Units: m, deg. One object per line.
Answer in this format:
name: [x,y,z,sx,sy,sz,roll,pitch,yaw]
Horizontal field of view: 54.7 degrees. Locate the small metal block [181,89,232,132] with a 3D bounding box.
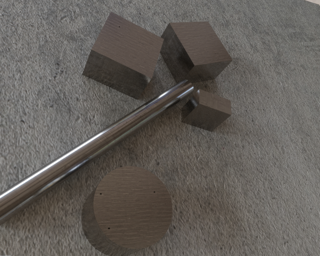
small metal block: [0.064,-0.023,0.437,0.050,0.050,0.025,17,55,-18]

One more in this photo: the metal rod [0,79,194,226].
metal rod: [-0.056,0.009,0.368,0.025,0.025,0.302,49,51,6]

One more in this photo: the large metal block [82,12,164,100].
large metal block: [-0.048,-0.098,0.421,0.080,0.050,0.080,24,53,-14]

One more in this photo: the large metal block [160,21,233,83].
large metal block: [0.053,-0.119,0.489,0.081,0.050,0.080,-15,70,-34]

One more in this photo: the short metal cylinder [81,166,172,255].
short metal cylinder: [-0.034,0.086,0.317,0.081,0.050,0.080,14,56,-21]
